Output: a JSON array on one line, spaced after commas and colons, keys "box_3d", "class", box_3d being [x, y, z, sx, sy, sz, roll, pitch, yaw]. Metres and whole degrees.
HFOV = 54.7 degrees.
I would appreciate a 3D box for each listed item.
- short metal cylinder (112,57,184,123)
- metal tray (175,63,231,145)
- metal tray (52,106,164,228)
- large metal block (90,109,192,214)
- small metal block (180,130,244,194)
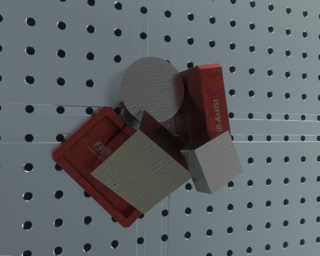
[{"box_3d": [-0.016, -0.046, 0.394, 0.081, 0.050, 0.079, 0, 90, -21], "class": "short metal cylinder"}, {"box_3d": [0.051, -0.010, 0.398, 0.030, 0.090, 0.129, -10, 94, -20], "class": "metal tray"}, {"box_3d": [-0.057, 0.048, 0.389, 0.090, 0.030, 0.130, -45, 104, -15], "class": "metal tray"}, {"box_3d": [-0.019, 0.040, 0.360, 0.080, 0.050, 0.080, 41, 112, -16], "class": "large metal block"}, {"box_3d": [0.057, 0.036, 0.335, 0.050, 0.025, 0.050, -27, 100, -30], "class": "small metal block"}]
